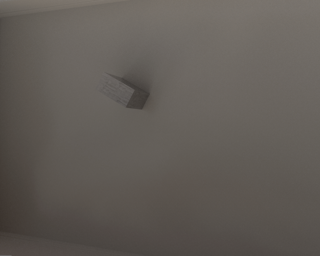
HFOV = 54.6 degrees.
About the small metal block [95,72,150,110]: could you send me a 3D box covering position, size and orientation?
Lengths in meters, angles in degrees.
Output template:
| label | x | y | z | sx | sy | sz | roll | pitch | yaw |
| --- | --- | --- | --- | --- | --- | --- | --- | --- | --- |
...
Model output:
| label | x | y | z | sx | sy | sz | roll | pitch | yaw |
| --- | --- | --- | --- | --- | --- | --- | --- | --- | --- |
| small metal block | -0.049 | -0.049 | 0.415 | 0.050 | 0.050 | 0.025 | 31 | 100 | 17 |
